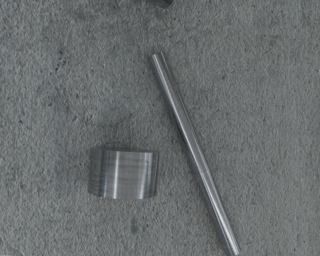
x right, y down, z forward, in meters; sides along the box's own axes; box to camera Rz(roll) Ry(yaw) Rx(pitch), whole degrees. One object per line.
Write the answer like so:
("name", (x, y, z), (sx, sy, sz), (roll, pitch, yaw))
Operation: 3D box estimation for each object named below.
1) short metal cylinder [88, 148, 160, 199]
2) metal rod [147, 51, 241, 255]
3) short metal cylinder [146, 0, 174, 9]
("short metal cylinder", (-0.042, 0.050, 0.365), (0.081, 0.080, 0.050), (5, 89, -20))
("metal rod", (0.050, 0.041, 0.427), (0.025, 0.025, 0.299), (-25, 98, -18))
("short metal cylinder", (0.000, -0.196, 0.380), (0.050, 0.080, 0.080), (20, 84, -19))
